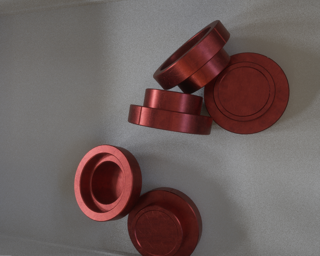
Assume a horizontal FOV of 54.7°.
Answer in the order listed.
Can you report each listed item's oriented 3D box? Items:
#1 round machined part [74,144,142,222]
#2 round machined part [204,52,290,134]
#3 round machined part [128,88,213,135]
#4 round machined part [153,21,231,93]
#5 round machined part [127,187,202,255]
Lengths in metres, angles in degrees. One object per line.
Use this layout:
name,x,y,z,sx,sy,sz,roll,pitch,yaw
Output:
round machined part,-0.064,0.073,0.414,0.098,0.042,0.098,-7,76,30
round machined part,0.100,-0.041,0.366,0.098,0.042,0.097,0,90,19
round machined part,0.014,-0.021,0.366,0.098,0.098,0.042,10,94,19
round machined part,0.042,-0.077,0.362,0.098,0.098,0.042,-38,105,15
round machined part,0.002,0.129,0.400,0.098,0.042,0.097,0,90,19
